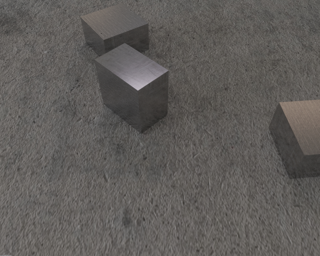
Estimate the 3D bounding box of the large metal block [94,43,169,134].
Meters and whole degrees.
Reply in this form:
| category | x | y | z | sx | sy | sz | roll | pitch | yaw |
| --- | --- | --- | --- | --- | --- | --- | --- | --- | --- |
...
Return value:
| category | x | y | z | sx | sy | sz | roll | pitch | yaw |
| --- | --- | --- | --- | --- | --- | --- | --- | --- | --- |
| large metal block | -0.036 | -0.052 | 0.411 | 0.080 | 0.080 | 0.050 | 37 | 59 | 27 |

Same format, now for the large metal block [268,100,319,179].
| category | x | y | z | sx | sy | sz | roll | pitch | yaw |
| --- | --- | --- | --- | --- | --- | --- | --- | --- | --- |
| large metal block | 0.191 | 0.012 | 0.378 | 0.081 | 0.050 | 0.080 | -4 | 50 | -4 |

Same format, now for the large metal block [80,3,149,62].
| category | x | y | z | sx | sy | sz | roll | pitch | yaw |
| --- | --- | --- | --- | --- | --- | --- | --- | --- | --- |
| large metal block | -0.075 | -0.159 | 0.520 | 0.081 | 0.050 | 0.080 | -28 | 56 | -22 |
